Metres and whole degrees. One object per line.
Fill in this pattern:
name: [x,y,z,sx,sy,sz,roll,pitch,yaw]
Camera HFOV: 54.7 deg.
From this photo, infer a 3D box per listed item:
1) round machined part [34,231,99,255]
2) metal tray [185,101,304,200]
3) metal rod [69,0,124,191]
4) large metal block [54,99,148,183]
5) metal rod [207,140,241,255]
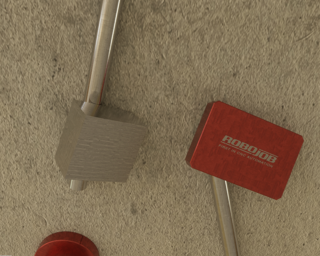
round machined part: [-0.146,0.213,0.477,0.099,0.042,0.097,0,110,-1]
metal tray: [0.110,0.029,0.404,0.131,0.030,0.090,22,89,-8]
metal rod: [-0.080,-0.054,0.388,0.025,0.025,0.298,13,109,-5]
large metal block: [-0.073,0.018,0.382,0.081,0.050,0.079,11,108,-36]
metal rod: [0.100,0.144,0.464,0.025,0.025,0.298,-12,110,4]
